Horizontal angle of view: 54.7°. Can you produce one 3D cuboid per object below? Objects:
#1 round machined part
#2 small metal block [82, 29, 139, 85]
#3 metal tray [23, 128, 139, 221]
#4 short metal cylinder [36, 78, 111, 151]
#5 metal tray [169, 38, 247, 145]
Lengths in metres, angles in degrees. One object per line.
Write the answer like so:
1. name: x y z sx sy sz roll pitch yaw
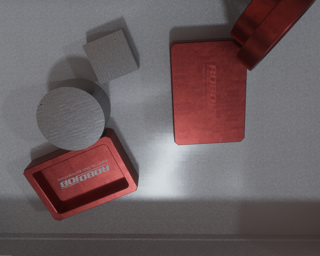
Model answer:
1. round machined part: 0.110 -0.109 0.314 0.042 0.098 0.098 43 105 7
2. small metal block: -0.058 -0.088 0.378 0.050 0.025 0.050 -20 109 7
3. metal tray: -0.106 0.066 0.431 0.130 0.030 0.090 -23 109 7
4. short metal cylinder: -0.106 -0.018 0.390 0.081 0.050 0.079 0 110 -1
5. metal tray: 0.060 -0.045 0.393 0.091 0.030 0.129 -3 110 0
